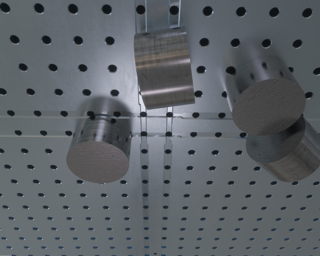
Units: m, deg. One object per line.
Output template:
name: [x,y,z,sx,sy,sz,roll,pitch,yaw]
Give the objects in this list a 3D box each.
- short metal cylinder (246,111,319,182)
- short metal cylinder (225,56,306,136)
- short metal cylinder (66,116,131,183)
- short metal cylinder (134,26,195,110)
short metal cylinder: [0.159,0.022,0.395,0.080,0.080,0.050,-37,121,27]
short metal cylinder: [0.121,-0.037,0.365,0.081,0.050,0.079,0,130,0]
short metal cylinder: [-0.080,0.030,0.420,0.081,0.050,0.079,0,130,0]
short metal cylinder: [0.007,-0.062,0.323,0.050,0.080,0.080,-7,130,6]
